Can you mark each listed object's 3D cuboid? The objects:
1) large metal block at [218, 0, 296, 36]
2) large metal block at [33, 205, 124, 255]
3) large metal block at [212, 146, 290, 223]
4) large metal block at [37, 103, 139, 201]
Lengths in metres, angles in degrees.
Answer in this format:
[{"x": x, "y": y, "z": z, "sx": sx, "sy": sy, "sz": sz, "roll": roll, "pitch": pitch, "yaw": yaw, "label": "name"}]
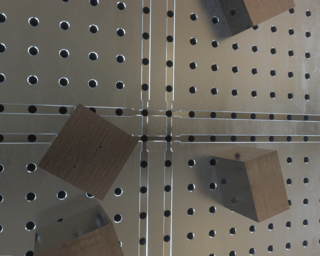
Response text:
[{"x": 0.135, "y": -0.192, "z": 0.448, "sx": 0.080, "sy": 0.050, "sz": 0.080, "roll": -29, "pitch": 100, "yaw": -18, "label": "large metal block"}, {"x": -0.092, "y": 0.134, "z": 0.350, "sx": 0.081, "sy": 0.080, "sz": 0.050, "roll": -19, "pitch": 97, "yaw": -19, "label": "large metal block"}, {"x": 0.123, "y": 0.073, "z": 0.428, "sx": 0.050, "sy": 0.080, "sz": 0.080, "roll": -16, "pitch": 96, "yaw": -19, "label": "large metal block"}, {"x": -0.085, "y": 0.027, "z": 0.368, "sx": 0.080, "sy": 0.050, "sz": 0.080, "roll": 34, "pitch": 79, "yaw": -17, "label": "large metal block"}]
